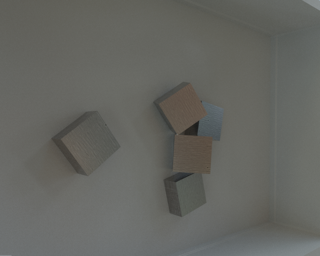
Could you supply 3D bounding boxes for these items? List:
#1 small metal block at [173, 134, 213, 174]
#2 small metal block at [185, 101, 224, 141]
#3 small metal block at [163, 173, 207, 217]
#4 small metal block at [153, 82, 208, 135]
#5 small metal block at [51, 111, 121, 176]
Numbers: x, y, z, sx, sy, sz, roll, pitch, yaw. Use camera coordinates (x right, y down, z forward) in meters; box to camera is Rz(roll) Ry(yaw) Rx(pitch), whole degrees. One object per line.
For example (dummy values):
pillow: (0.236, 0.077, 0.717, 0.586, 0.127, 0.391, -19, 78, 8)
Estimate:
small metal block: (0.044, 0.035, 0.425, 0.050, 0.025, 0.050, 3, 90, 0)
small metal block: (0.067, -0.010, 0.462, 0.050, 0.025, 0.050, 15, 80, -39)
small metal block: (0.036, 0.090, 0.437, 0.050, 0.025, 0.050, -18, 102, -39)
small metal block: (0.028, -0.027, 0.415, 0.050, 0.025, 0.050, -35, 110, -8)
small metal block: (-0.080, 0.016, 0.340, 0.050, 0.025, 0.050, -44, 117, -31)
